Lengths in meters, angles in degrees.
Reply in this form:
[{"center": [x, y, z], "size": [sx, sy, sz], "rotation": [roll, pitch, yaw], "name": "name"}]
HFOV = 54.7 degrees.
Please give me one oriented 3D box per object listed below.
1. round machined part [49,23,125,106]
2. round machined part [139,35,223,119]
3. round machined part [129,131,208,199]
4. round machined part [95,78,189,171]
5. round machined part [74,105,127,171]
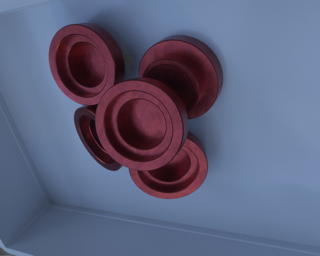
[{"center": [-0.086, -0.080, 0.386], "size": [0.098, 0.042, 0.097], "rotation": [10, 116, 23], "name": "round machined part"}, {"center": [0.019, -0.052, 0.354], "size": [0.098, 0.042, 0.097], "rotation": [13, 124, 20], "name": "round machined part"}, {"center": [0.011, 0.041, 0.402], "size": [0.099, 0.042, 0.097], "rotation": [1, 116, 2], "name": "round machined part"}, {"center": [-0.017, -0.006, 0.337], "size": [0.098, 0.042, 0.097], "rotation": [5, 107, 18], "name": "round machined part"}, {"center": [-0.070, 0.007, 0.424], "size": [0.098, 0.042, 0.097], "rotation": [31, 140, 31], "name": "round machined part"}]
